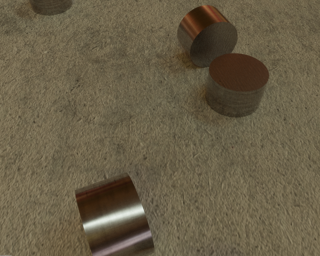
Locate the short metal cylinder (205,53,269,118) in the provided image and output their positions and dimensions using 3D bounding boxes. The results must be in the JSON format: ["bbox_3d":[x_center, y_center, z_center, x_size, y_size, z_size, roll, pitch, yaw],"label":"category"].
[{"bbox_3d":[0.107,-0.061,0.439,0.080,0.050,0.080,0,50,0],"label":"short metal cylinder"}]

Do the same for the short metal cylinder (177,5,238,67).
[{"bbox_3d":[0.074,-0.144,0.489,0.081,0.080,0.050,-16,52,-13],"label":"short metal cylinder"}]

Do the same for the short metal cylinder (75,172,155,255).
[{"bbox_3d":[-0.043,0.088,0.293,0.050,0.080,0.080,-18,52,-14],"label":"short metal cylinder"}]

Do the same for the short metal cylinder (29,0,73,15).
[{"bbox_3d":[-0.218,-0.265,0.608,0.080,0.050,0.080,0,50,0],"label":"short metal cylinder"}]
